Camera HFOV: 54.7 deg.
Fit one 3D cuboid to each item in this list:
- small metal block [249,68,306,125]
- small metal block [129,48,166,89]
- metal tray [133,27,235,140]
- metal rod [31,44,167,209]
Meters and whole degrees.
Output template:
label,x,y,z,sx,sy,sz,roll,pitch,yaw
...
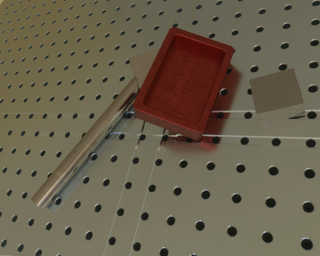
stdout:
label,x,y,z,sx,sy,sz,roll,pitch,yaw
small metal block,0.135,-0.036,0.359,0.050,0.025,0.050,-13,56,20
small metal block,-0.011,-0.081,0.440,0.050,0.025,0.050,-20,82,-5
metal tray,0.032,-0.060,0.399,0.090,0.030,0.130,21,70,7
metal rod,-0.075,-0.011,0.452,0.025,0.025,0.300,32,79,37
